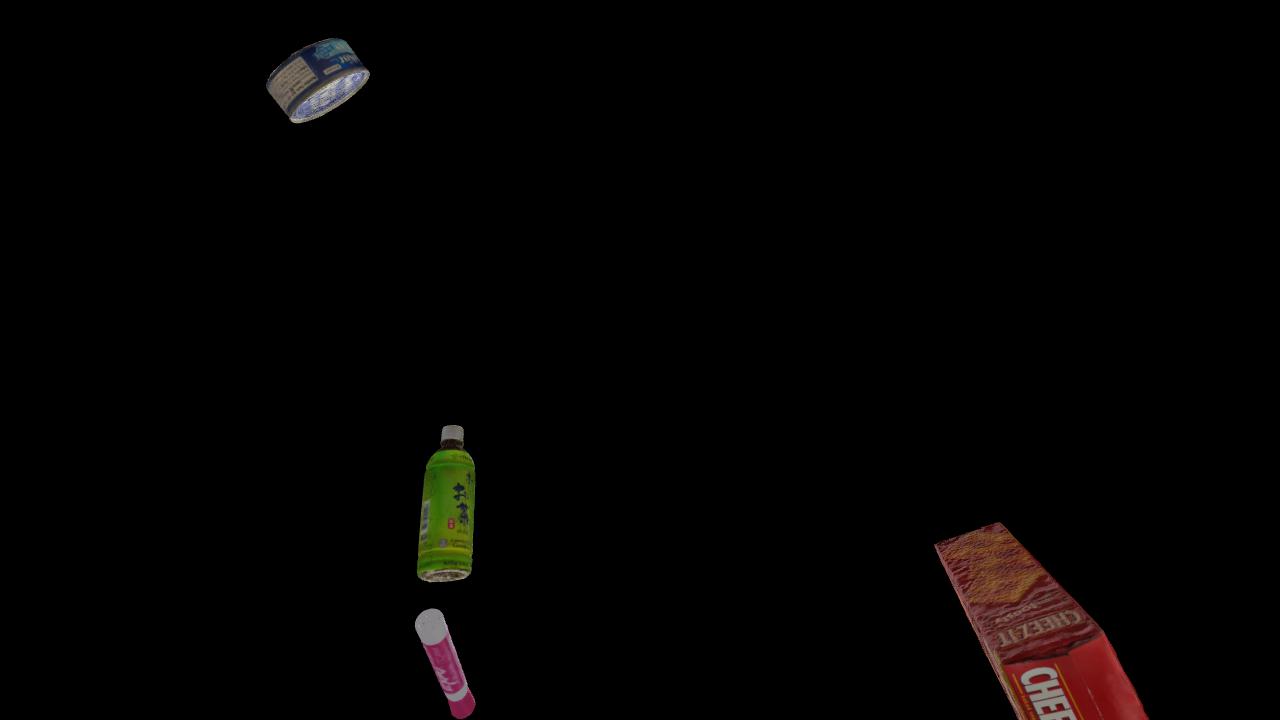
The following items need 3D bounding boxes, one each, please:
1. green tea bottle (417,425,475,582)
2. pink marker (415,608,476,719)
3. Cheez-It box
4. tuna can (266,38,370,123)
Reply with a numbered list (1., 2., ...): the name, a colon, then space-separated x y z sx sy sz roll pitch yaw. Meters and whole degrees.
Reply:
1. green tea bottle: -0.265 0.191 0.850 0.073 0.212 0.073 -6 -28 -3
2. pink marker: -0.139 0.224 0.446 0.020 0.121 0.020 -2 35 1
3. Cheez-It box: 0.309 0.239 0.463 0.071 0.166 0.223 -28 -4 16
4. tuna can: -0.291 -0.253 0.557 0.084 0.034 0.084 -30 20 12
